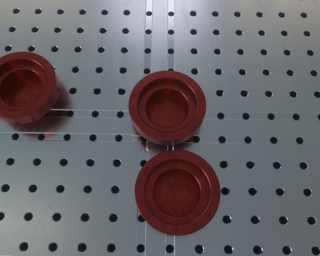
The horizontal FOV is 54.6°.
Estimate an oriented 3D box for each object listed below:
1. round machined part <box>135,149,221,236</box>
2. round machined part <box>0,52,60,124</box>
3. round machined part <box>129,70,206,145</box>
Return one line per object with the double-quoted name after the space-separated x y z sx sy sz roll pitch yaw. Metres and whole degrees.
0.020 0.078 0.374 0.099 0.042 0.098 0 70 0 "round machined part"
-0.185 -0.050 0.420 0.099 0.042 0.098 0 70 0 "round machined part"
0.009 -0.024 0.411 0.099 0.042 0.098 0 70 0 "round machined part"
